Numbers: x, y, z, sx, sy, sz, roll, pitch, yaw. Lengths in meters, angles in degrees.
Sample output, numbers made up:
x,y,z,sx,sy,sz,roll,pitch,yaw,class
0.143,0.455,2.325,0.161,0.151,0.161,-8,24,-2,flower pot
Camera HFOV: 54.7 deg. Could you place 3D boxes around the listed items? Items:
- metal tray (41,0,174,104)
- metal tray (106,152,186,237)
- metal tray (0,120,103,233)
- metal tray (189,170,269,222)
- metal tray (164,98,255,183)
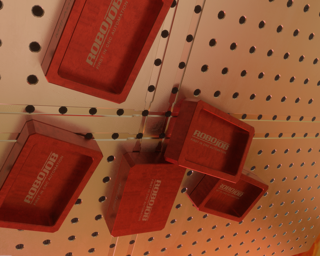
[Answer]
x,y,z,sx,sy,sz,roll,pitch,yaw,class
-0.054,-0.097,0.318,0.091,0.030,0.129,16,110,-35,metal tray
-0.021,0.098,0.459,0.091,0.030,0.129,3,117,-30,metal tray
-0.139,0.063,0.371,0.090,0.030,0.129,23,106,-37,metal tray
0.125,0.114,0.549,0.131,0.030,0.090,26,104,-38,metal tray
0.075,0.021,0.444,0.131,0.030,0.090,22,85,-36,metal tray
